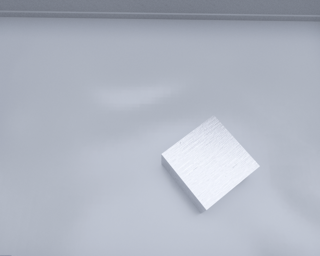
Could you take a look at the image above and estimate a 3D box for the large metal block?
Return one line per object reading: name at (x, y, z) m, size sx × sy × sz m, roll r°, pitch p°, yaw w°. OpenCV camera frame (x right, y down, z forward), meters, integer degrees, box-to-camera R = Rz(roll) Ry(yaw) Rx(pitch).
large metal block at (0.058, 0.045, 0.380) m, size 0.080 × 0.050 × 0.080 m, roll -36°, pitch 74°, yaw -12°
